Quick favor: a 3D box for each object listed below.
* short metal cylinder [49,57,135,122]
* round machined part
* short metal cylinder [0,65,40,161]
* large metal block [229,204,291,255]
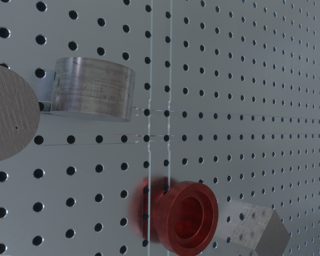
[{"bbox_3d":[-0.068,-0.036,0.317,0.081,0.080,0.050,9,84,-40],"label":"short metal cylinder"},{"bbox_3d":[0.033,0.121,0.425,0.099,0.042,0.097,0,90,-40],"label":"round machined part"},{"bbox_3d":[-0.152,-0.012,0.265,0.081,0.050,0.080,0,90,-40],"label":"short metal cylinder"},{"bbox_3d":[0.176,0.193,0.541,0.080,0.050,0.080,-50,120,-28],"label":"large metal block"}]
